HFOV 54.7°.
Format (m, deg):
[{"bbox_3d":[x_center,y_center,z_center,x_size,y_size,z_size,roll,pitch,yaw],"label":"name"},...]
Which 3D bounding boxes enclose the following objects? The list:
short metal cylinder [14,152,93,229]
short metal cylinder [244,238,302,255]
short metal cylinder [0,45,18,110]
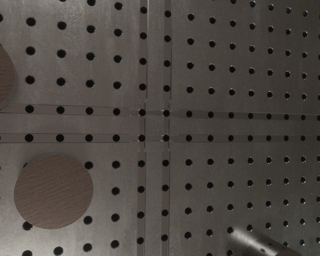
[{"bbox_3d":[-0.121,0.068,0.355,0.081,0.050,0.079,0,90,-21],"label":"short metal cylinder"},{"bbox_3d":[0.171,0.214,0.465,0.081,0.050,0.079,0,90,-20],"label":"short metal cylinder"},{"bbox_3d":[-0.196,-0.055,0.327,0.081,0.050,0.079,0,90,-21],"label":"short metal cylinder"}]
